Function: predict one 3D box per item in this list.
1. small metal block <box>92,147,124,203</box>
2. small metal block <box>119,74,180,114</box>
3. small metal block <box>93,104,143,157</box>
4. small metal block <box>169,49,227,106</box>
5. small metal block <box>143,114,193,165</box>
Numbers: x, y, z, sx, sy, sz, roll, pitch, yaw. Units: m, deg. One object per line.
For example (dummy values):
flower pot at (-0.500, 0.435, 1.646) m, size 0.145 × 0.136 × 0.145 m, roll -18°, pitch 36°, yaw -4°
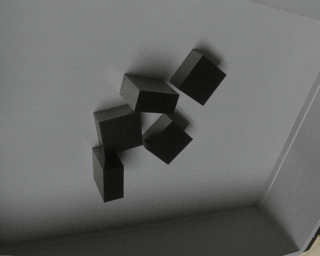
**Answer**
small metal block at (-0.066, 0.057, 0.393) m, size 0.025 × 0.050 × 0.050 m, roll -10°, pitch 123°, yaw -24°
small metal block at (-0.013, -0.040, 0.362) m, size 0.050 × 0.050 × 0.025 m, roll 2°, pitch 117°, yaw -30°
small metal block at (-0.051, 0.002, 0.383) m, size 0.050 × 0.025 × 0.050 m, roll -16°, pitch 125°, yaw -20°
small metal block at (0.049, -0.064, 0.398) m, size 0.050 × 0.025 × 0.050 m, roll 28°, pitch 103°, yaw -38°
small metal block at (0.008, 0.015, 0.425) m, size 0.050 × 0.025 × 0.050 m, roll -47°, pitch 130°, yaw 4°
